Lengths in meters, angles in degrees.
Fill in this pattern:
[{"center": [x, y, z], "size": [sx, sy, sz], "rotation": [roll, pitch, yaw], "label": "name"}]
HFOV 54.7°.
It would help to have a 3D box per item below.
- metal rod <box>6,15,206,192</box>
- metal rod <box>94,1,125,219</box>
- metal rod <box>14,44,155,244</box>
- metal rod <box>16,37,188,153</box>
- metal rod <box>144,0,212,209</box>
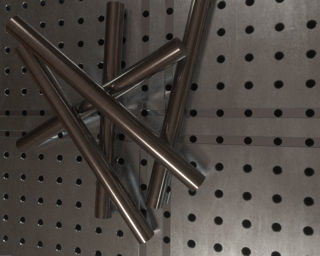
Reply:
[{"center": [-0.065, -0.029, 0.381], "size": [0.300, 0.025, 0.025], "rotation": [41, 103, -1], "label": "metal rod"}, {"center": [-0.071, -0.024, 0.436], "size": [0.025, 0.025, 0.298], "rotation": [4, 91, 19], "label": "metal rod"}, {"center": [-0.097, 0.022, 0.409], "size": [0.025, 0.025, 0.299], "rotation": [-31, 94, 17], "label": "metal rod"}, {"center": [-0.095, -0.033, 0.420], "size": [0.300, 0.025, 0.025], "rotation": [-27, 82, 27], "label": "metal rod"}, {"center": [0.025, -0.041, 0.403], "size": [0.025, 0.025, 0.298], "rotation": [15, 95, 19], "label": "metal rod"}]
